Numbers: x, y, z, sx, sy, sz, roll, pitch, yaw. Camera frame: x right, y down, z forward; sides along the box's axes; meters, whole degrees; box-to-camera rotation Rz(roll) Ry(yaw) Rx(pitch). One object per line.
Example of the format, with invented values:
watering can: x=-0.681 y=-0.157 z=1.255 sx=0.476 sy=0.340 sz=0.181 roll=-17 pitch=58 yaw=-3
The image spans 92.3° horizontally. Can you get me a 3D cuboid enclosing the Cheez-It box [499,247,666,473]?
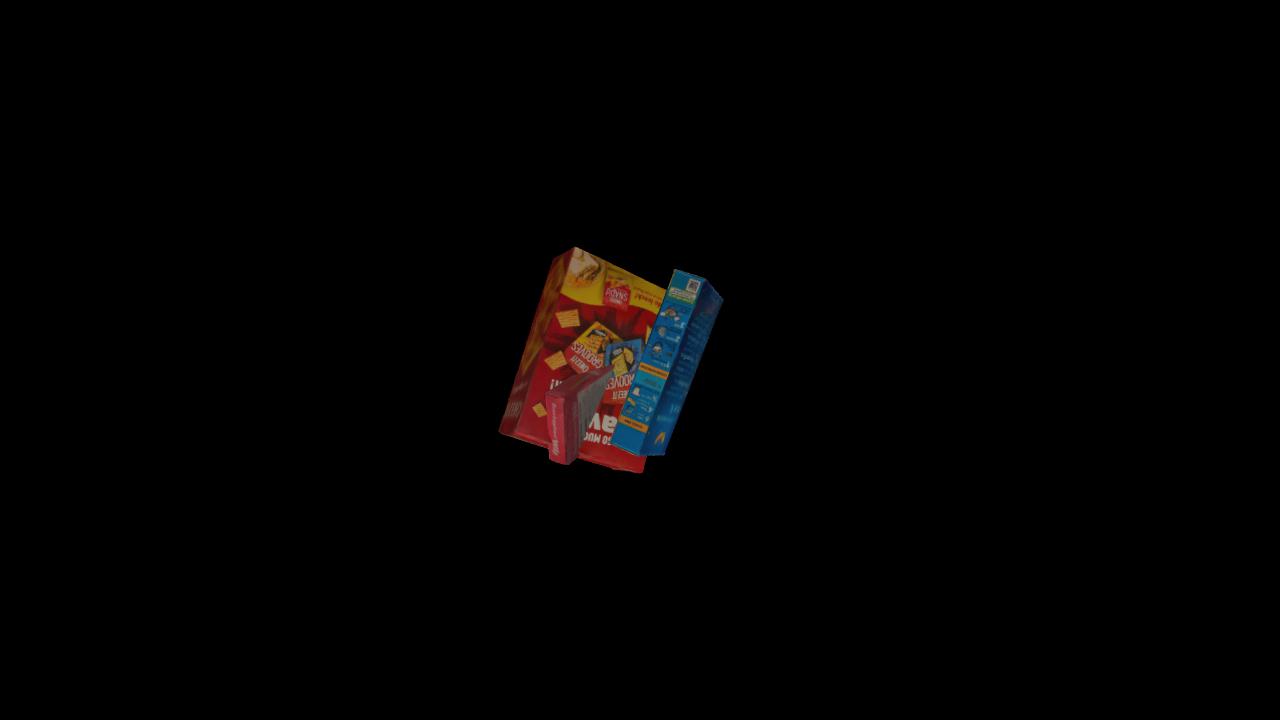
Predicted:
Cheez-It box: x=-0.049 y=0.004 z=0.720 sx=0.166 sy=0.223 sz=0.071 roll=22 pitch=-16 yaw=-26

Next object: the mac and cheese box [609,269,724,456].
mac and cheese box: x=0.030 y=0.007 z=0.637 sx=0.041 sy=0.184 sz=0.093 roll=21 pitch=0 yaw=19

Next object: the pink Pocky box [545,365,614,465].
pink Pocky box: x=-0.049 y=0.046 z=0.701 sx=0.029 sy=0.084 sz=0.155 roll=15 pitch=29 yaw=27
